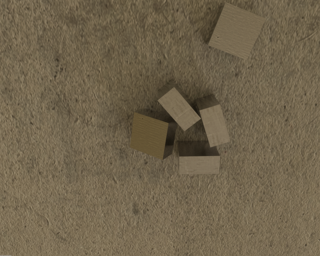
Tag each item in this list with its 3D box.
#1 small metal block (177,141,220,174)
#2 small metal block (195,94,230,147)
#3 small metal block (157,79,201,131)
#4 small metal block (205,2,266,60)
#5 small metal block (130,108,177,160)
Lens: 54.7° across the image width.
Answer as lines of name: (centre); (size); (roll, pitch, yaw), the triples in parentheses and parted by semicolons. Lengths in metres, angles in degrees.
small metal block: (0.049, 0.038, 0.411); (0.050, 0.050, 0.025); (-1, 110, 0)
small metal block: (0.066, -0.011, 0.393); (0.025, 0.050, 0.050); (-17, 109, 6)
small metal block: (0.023, -0.030, 0.385); (0.025, 0.050, 0.050); (-39, 106, 12)
small metal block: (0.088, -0.115, 0.368); (0.050, 0.025, 0.050); (19, 109, -7)
small metal block: (-0.008, 0.007, 0.401); (0.050, 0.025, 0.050); (19, 113, 25)
